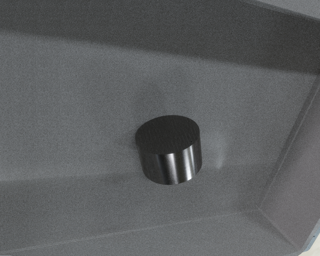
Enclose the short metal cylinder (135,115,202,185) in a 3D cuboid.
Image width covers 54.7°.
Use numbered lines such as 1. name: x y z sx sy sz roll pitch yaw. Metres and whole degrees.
1. short metal cylinder: 0.012 0.026 0.398 0.081 0.080 0.050 -21 127 -16
